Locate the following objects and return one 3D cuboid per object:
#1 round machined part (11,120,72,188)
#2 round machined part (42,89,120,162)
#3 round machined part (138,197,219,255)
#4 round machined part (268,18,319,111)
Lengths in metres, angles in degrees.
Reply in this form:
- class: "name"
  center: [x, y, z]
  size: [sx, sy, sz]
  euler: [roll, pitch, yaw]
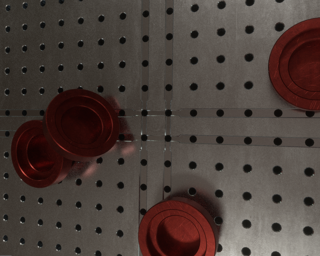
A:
- class: "round machined part"
  center: [-0.168, 0.036, 0.458]
  size: [0.098, 0.042, 0.097]
  euler: [2, 94, 24]
- class: "round machined part"
  center: [-0.108, -0.001, 0.420]
  size: [0.042, 0.099, 0.098]
  euler: [-37, 76, 50]
- class: "round machined part"
  center: [0.026, 0.136, 0.394]
  size: [0.098, 0.042, 0.097]
  euler: [0, 90, 19]
- class: "round machined part"
  center: [0.172, -0.067, 0.343]
  size: [0.098, 0.042, 0.097]
  euler: [0, 90, 19]
